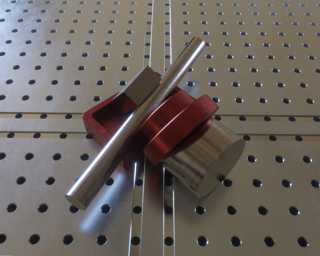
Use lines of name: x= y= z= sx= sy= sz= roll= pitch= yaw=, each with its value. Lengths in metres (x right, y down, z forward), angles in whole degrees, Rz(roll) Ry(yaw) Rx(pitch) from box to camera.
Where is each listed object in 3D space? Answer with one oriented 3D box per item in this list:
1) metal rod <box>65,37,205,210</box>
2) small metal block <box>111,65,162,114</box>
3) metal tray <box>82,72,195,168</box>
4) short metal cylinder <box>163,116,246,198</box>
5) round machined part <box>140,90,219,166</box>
metal rod: x=-0.013 y=-0.028 z=0.391 sx=0.025 sy=0.025 sz=0.301 roll=22 pitch=53 yaw=17
small metal block: x=-0.031 y=-0.049 z=0.404 sx=0.025 sy=0.050 sz=0.050 roll=44 pitch=66 yaw=-13
metal tray: x=-0.024 y=-0.017 z=0.417 sx=0.131 sy=0.030 sz=0.090 roll=-36 pitch=59 yaw=-27
short metal cylinder: x=0.049 y=0.030 z=0.345 sx=0.080 sy=0.080 sz=0.050 roll=-36 pitch=59 yaw=-27
round machined part: x=0.017 y=-0.005 z=0.351 sx=0.099 sy=0.098 sz=0.042 roll=-39 pitch=82 yaw=-28
